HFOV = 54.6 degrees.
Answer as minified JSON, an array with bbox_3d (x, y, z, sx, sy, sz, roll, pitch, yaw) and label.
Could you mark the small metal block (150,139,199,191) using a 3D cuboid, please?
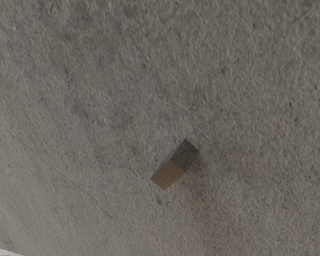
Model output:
[{"bbox_3d":[0.020,0.049,0.411,0.025,0.050,0.050,41,129,0],"label":"small metal block"}]
